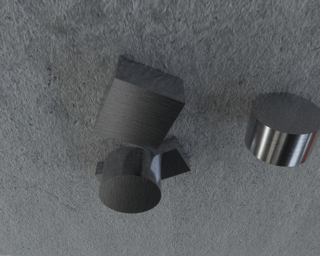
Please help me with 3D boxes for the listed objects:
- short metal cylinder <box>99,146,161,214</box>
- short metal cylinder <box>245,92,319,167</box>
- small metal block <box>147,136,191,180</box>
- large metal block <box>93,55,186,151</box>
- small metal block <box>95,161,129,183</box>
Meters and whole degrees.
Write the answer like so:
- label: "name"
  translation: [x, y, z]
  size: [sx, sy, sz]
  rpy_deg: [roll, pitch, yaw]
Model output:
- label: "short metal cylinder"
  translation: [-0.039, 0.071, 0.418]
  size: [0.081, 0.050, 0.079]
  rpy_deg: [0, 130, 0]
- label: "short metal cylinder"
  translation: [0.147, 0.000, 0.373]
  size: [0.081, 0.080, 0.050]
  rpy_deg: [0, 130, 0]
- label: "small metal block"
  translation: [0.011, 0.045, 0.445]
  size: [0.050, 0.025, 0.050]
  rpy_deg: [-21, 128, 16]
- label: "large metal block"
  translation: [-0.025, -0.027, 0.368]
  size: [0.080, 0.050, 0.079]
  rpy_deg: [19, 128, -16]
- label: "small metal block"
  translation: [-0.063, 0.073, 0.469]
  size: [0.050, 0.025, 0.050]
  rpy_deg: [-12, 129, 9]
